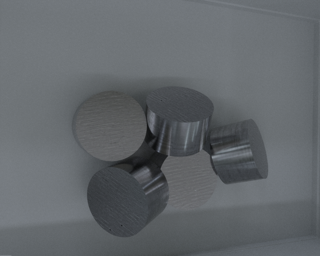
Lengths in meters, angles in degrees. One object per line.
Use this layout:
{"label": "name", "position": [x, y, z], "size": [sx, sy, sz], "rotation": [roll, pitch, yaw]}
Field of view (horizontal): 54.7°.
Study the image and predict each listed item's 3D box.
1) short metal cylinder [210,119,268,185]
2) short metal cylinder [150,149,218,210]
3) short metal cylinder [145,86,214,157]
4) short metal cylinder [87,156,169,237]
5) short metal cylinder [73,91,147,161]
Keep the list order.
{"label": "short metal cylinder", "position": [0.107, 0.032, 0.415], "size": [0.080, 0.050, 0.080], "rotation": [36, 46, -49]}
{"label": "short metal cylinder", "position": [0.028, 0.062, 0.407], "size": [0.081, 0.050, 0.079], "rotation": [0, 90, -21]}
{"label": "short metal cylinder", "position": [0.021, -0.010, 0.381], "size": [0.081, 0.080, 0.050], "rotation": [-9, 129, -20]}
{"label": "short metal cylinder", "position": [-0.036, 0.078, 0.360], "size": [0.050, 0.080, 0.079], "rotation": [-18, 99, -62]}
{"label": "short metal cylinder", "position": [-0.062, -0.002, 0.372], "size": [0.081, 0.050, 0.079], "rotation": [0, 90, -21]}
